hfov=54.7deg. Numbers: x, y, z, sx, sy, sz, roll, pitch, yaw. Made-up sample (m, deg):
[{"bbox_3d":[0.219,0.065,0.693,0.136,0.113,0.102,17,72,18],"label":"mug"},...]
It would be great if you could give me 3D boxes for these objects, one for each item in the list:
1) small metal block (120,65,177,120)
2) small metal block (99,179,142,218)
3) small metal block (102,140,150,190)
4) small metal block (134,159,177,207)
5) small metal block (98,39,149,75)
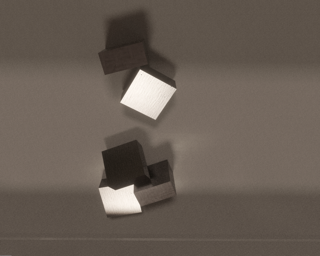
[{"bbox_3d":[-0.015,-0.046,0.387,0.050,0.025,0.050,26,117,-17],"label":"small metal block"},{"bbox_3d":[-0.056,0.097,0.447,0.050,0.025,0.050,-10,110,3],"label":"small metal block"},{"bbox_3d":[-0.046,0.050,0.414,0.050,0.050,0.025,-19,154,6],"label":"small metal block"},{"bbox_3d":[-0.008,0.074,0.424,0.050,0.050,0.025,-19,117,6],"label":"small metal block"},{"bbox_3d":[-0.041,-0.085,0.366,0.050,0.050,0.025,-13,109,4],"label":"small metal block"}]
